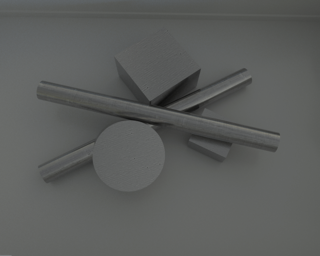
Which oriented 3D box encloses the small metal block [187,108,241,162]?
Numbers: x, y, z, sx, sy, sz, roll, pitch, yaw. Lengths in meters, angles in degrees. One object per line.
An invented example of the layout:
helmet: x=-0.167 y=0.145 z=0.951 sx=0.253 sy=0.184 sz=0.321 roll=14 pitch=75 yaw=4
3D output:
small metal block: x=0.070 y=0.010 z=0.404 sx=0.050 sy=0.025 sz=0.050 roll=25 pitch=72 yaw=8

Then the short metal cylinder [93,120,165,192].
short metal cylinder: x=-0.039 y=0.030 z=0.368 sx=0.081 sy=0.050 sz=0.079 roll=0 pitch=92 yaw=-12

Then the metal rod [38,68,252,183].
metal rod: x=-0.012 y=-0.008 z=0.410 sx=0.302 sy=0.025 sz=0.025 roll=-26 pitch=72 yaw=-10

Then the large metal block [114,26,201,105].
large metal block: x=-0.004 y=-0.077 z=0.422 sx=0.080 sy=0.050 sz=0.080 roll=-34 pitch=74 yaw=-12

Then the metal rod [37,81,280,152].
metal rod: x=-0.005 y=-0.016 z=0.387 sx=0.302 sy=0.025 sz=0.025 roll=13 pitch=71 yaw=4
